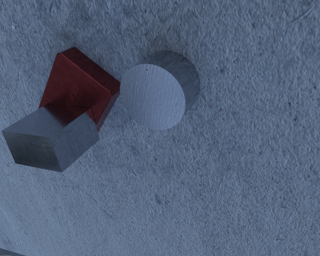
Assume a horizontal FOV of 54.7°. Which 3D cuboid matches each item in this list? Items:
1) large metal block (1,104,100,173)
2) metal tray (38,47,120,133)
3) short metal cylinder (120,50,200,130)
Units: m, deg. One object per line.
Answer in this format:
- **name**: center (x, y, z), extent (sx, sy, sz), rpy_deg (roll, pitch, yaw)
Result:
- **large metal block**: center (-0.142, 0.010, 0.413), extent (0.080, 0.080, 0.050), rpy_deg (6, 121, 25)
- **metal tray**: center (-0.119, -0.037, 0.443), extent (0.090, 0.030, 0.129), rpy_deg (38, 129, 2)
- **short metal cylinder**: center (0.001, -0.045, 0.363), extent (0.080, 0.050, 0.079), rpy_deg (13, 124, 21)
